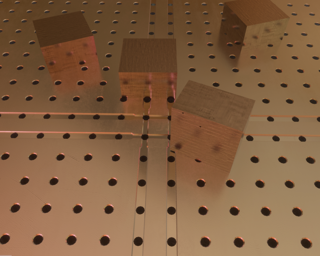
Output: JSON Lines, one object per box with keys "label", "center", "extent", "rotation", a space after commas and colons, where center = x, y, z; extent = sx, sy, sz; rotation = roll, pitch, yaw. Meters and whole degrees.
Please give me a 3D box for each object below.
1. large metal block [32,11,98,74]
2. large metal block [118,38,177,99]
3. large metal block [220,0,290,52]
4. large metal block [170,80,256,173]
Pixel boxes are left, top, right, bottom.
{"label": "large metal block", "center": [-0.155, -0.143, 0.511], "extent": [0.081, 0.050, 0.080], "rotation": [-18, 52, -15]}
{"label": "large metal block", "center": [-0.016, -0.091, 0.468], "extent": [0.080, 0.050, 0.080], "rotation": [0, 50, 0]}
{"label": "large metal block", "center": [0.165, -0.187, 0.549], "extent": [0.081, 0.050, 0.080], "rotation": [-15, 52, -12]}
{"label": "large metal block", "center": [0.060, -0.001, 0.374], "extent": [0.080, 0.080, 0.050], "rotation": [20, 53, 16]}
